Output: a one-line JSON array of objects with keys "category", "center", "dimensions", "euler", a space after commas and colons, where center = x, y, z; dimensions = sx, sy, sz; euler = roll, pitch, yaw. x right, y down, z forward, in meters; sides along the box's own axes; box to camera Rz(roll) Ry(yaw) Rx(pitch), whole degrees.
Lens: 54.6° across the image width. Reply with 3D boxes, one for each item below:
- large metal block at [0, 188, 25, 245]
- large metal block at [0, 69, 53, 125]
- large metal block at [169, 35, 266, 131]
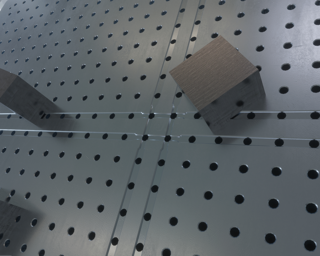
[{"category": "large metal block", "center": [-0.261, 0.129, 0.452], "dimensions": [0.080, 0.050, 0.080], "euler": [21, 73, 36]}, {"category": "large metal block", "center": [-0.253, -0.056, 0.542], "dimensions": [0.080, 0.080, 0.050], "euler": [22, 74, 36]}, {"category": "large metal block", "center": [0.071, -0.057, 0.391], "dimensions": [0.080, 0.050, 0.080], "euler": [-35, 51, 5]}]
